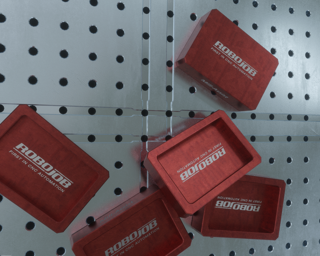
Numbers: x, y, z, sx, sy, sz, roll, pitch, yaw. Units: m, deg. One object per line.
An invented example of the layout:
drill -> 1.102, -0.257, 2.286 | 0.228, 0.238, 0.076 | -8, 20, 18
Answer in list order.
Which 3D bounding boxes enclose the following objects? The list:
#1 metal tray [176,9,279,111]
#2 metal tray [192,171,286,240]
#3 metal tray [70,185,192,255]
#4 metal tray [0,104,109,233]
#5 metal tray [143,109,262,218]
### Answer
metal tray -> 0.099, -0.094, 0.446 | 0.130, 0.030, 0.090 | 32, 80, -17
metal tray -> 0.117, 0.112, 0.452 | 0.131, 0.030, 0.090 | 10, 87, -20
metal tray -> -0.034, 0.145, 0.397 | 0.131, 0.030, 0.090 | -30, 100, -18
metal tray -> -0.137, 0.047, 0.359 | 0.130, 0.030, 0.090 | 43, 77, -15
metal tray -> 0.056, 0.043, 0.404 | 0.131, 0.030, 0.090 | -30, 75, -24
